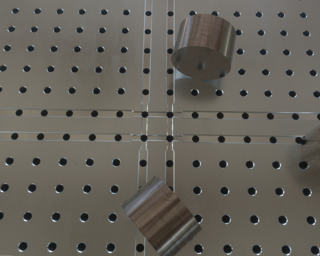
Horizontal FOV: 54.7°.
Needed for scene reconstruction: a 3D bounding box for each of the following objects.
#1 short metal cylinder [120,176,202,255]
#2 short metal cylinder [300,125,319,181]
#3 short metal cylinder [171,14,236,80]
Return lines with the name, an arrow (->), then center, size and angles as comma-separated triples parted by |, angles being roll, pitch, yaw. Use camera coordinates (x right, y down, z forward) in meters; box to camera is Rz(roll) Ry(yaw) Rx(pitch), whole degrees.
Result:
short metal cylinder -> 0.001, 0.100, 0.346 | 0.050, 0.080, 0.080 | -39, 75, -13
short metal cylinder -> 0.228, 0.028, 0.390 | 0.081, 0.050, 0.080 | 0, 70, 0
short metal cylinder -> 0.060, -0.108, 0.422 | 0.080, 0.080, 0.050 | 12, 71, 4
